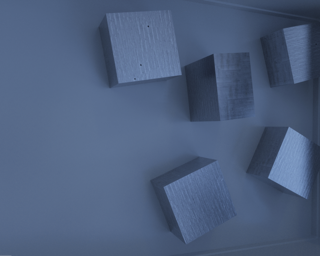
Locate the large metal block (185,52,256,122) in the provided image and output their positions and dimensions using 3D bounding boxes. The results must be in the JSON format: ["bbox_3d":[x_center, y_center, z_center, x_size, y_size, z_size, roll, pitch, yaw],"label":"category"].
[{"bbox_3d":[0.077,-0.051,0.411,0.050,0.080,0.079,-7,93,-20],"label":"large metal block"}]

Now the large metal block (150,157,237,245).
[{"bbox_3d":[0.045,0.093,0.415,0.081,0.050,0.080,-23,98,-19],"label":"large metal block"}]

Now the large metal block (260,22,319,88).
[{"bbox_3d":[0.211,-0.112,0.477,0.081,0.050,0.080,-16,96,-20],"label":"large metal block"}]

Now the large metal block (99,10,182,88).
[{"bbox_3d":[-0.026,-0.097,0.388,0.081,0.050,0.079,-11,94,-20],"label":"large metal block"}]

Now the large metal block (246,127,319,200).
[{"bbox_3d":[0.191,0.051,0.470,0.080,0.050,0.080,29,81,-18],"label":"large metal block"}]
